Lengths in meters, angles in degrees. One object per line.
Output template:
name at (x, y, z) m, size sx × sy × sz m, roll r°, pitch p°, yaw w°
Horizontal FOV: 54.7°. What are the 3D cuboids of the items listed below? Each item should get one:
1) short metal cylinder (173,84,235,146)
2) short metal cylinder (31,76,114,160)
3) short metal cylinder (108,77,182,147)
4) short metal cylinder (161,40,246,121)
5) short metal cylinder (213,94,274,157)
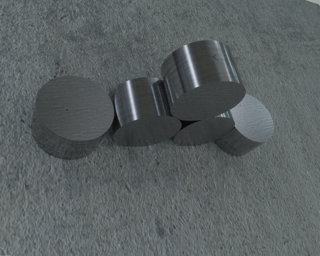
short metal cylinder at (0.051, -0.016, 0.408) m, size 0.081 × 0.080 × 0.050 m, roll 0°, pitch 61°, yaw -28°
short metal cylinder at (-0.097, -0.011, 0.343) m, size 0.081 × 0.050 × 0.080 m, roll 14°, pitch 56°, yaw -21°
short metal cylinder at (-0.019, -0.017, 0.369) m, size 0.081 × 0.080 × 0.050 m, roll 0°, pitch 62°, yaw -28°
short metal cylinder at (0.045, -0.048, 0.335) m, size 0.081 × 0.080 × 0.050 m, roll 1°, pitch 63°, yaw -28°
short metal cylinder at (0.118, -0.004, 0.454) m, size 0.081 × 0.050 × 0.080 m, roll 14°, pitch 56°, yaw -21°
